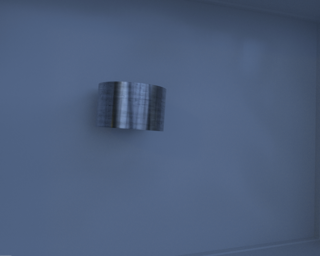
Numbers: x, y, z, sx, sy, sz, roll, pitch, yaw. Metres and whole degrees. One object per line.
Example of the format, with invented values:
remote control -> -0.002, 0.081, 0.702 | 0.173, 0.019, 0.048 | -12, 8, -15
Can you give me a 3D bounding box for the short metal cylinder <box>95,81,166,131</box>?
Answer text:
short metal cylinder -> -0.034, -0.023, 0.368 | 0.081, 0.080, 0.050 | 4, 89, -20
